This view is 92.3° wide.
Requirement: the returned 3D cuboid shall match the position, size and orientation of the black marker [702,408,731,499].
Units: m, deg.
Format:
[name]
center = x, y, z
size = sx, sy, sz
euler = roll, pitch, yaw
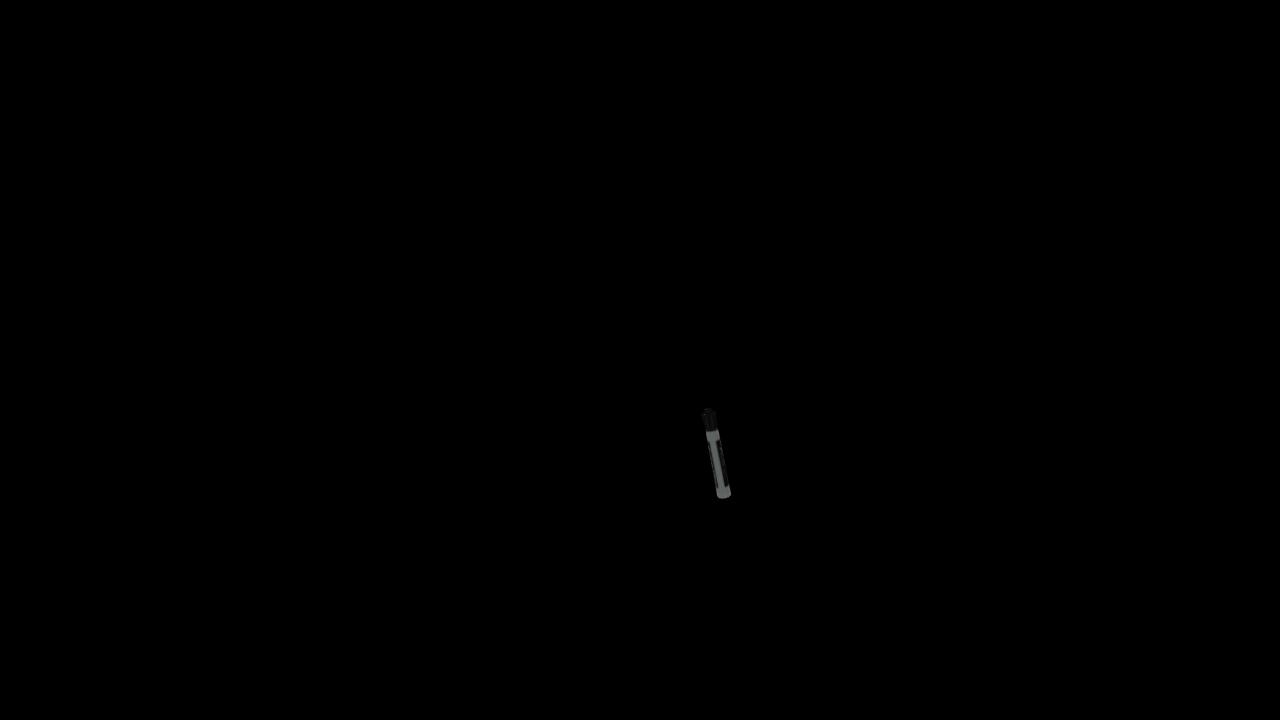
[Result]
[black marker]
center = 0.099, 0.121, 0.800
size = 0.020, 0.121, 0.020
euler = -11, 10, 2
